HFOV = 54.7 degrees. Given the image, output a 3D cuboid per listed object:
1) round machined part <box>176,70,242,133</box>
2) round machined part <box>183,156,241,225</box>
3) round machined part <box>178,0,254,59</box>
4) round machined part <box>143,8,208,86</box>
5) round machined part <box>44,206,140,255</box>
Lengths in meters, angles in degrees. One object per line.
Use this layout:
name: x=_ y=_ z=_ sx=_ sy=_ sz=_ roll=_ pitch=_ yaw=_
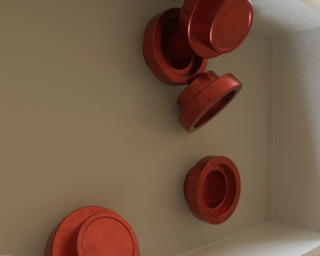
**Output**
round machined part: x=0.062 y=-0.041 z=0.426 sx=0.099 sy=0.097 sz=0.042 roll=-30 pitch=73 yaw=-36
round machined part: x=0.073 y=0.089 z=0.460 sx=0.099 sy=0.042 sz=0.097 roll=0 pitch=90 yaw=-40
round machined part: x=0.074 y=-0.130 z=0.376 sx=0.099 sy=0.042 sz=0.097 roll=-24 pitch=136 yaw=-25
round machined part: x=0.016 y=-0.104 z=0.411 sx=0.099 sy=0.042 sz=0.097 roll=0 pitch=90 yaw=-40
round machined part: x=-0.061 y=0.126 z=0.316 sx=0.099 sy=0.042 sz=0.098 roll=25 pitch=42 yaw=-25
